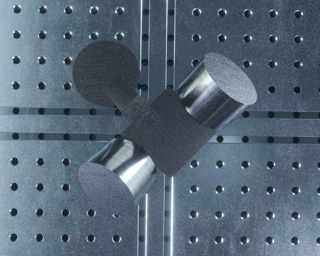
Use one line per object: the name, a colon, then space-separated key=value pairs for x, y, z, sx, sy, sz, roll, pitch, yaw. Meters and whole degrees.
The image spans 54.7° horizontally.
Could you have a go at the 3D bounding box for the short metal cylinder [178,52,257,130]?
short metal cylinder: x=0.069 y=-0.045 z=0.376 sx=0.080 sy=0.080 sz=0.050 roll=43 pitch=129 yaw=0

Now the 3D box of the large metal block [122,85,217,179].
large metal block: x=0.012 y=0.005 z=0.395 sx=0.080 sy=0.050 sz=0.080 roll=44 pitch=90 yaw=0

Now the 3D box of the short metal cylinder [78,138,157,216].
short metal cylinder: x=-0.051 y=0.059 z=0.376 sx=0.080 sy=0.050 sz=0.079 roll=18 pitch=130 yaw=23

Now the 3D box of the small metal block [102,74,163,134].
small metal block: x=-0.031 y=-0.027 z=0.347 sx=0.025 sy=0.050 sz=0.050 roll=-45 pitch=47 yaw=2

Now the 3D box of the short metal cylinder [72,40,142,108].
short metal cylinder: x=-0.065 y=-0.066 z=0.397 sx=0.081 sy=0.050 sz=0.079 roll=0 pitch=90 yaw=0
